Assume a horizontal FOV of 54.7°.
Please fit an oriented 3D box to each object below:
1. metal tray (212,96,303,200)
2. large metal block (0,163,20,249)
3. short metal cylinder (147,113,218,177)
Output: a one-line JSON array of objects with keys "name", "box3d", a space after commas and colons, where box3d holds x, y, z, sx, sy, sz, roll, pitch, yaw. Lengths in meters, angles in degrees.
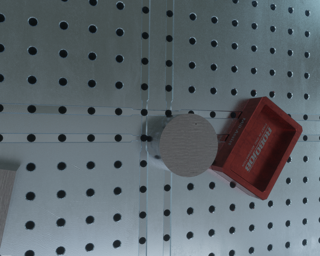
[{"name": "metal tray", "box3d": [0.148, 0.029, 0.464, 0.090, 0.030, 0.130, 35, 79, -17]}, {"name": "large metal block", "box3d": [-0.200, 0.076, 0.326, 0.081, 0.050, 0.080, 11, 86, -20]}, {"name": "short metal cylinder", "box3d": [0.029, 0.021, 0.410, 0.081, 0.050, 0.079, 0, 90, -20]}]
